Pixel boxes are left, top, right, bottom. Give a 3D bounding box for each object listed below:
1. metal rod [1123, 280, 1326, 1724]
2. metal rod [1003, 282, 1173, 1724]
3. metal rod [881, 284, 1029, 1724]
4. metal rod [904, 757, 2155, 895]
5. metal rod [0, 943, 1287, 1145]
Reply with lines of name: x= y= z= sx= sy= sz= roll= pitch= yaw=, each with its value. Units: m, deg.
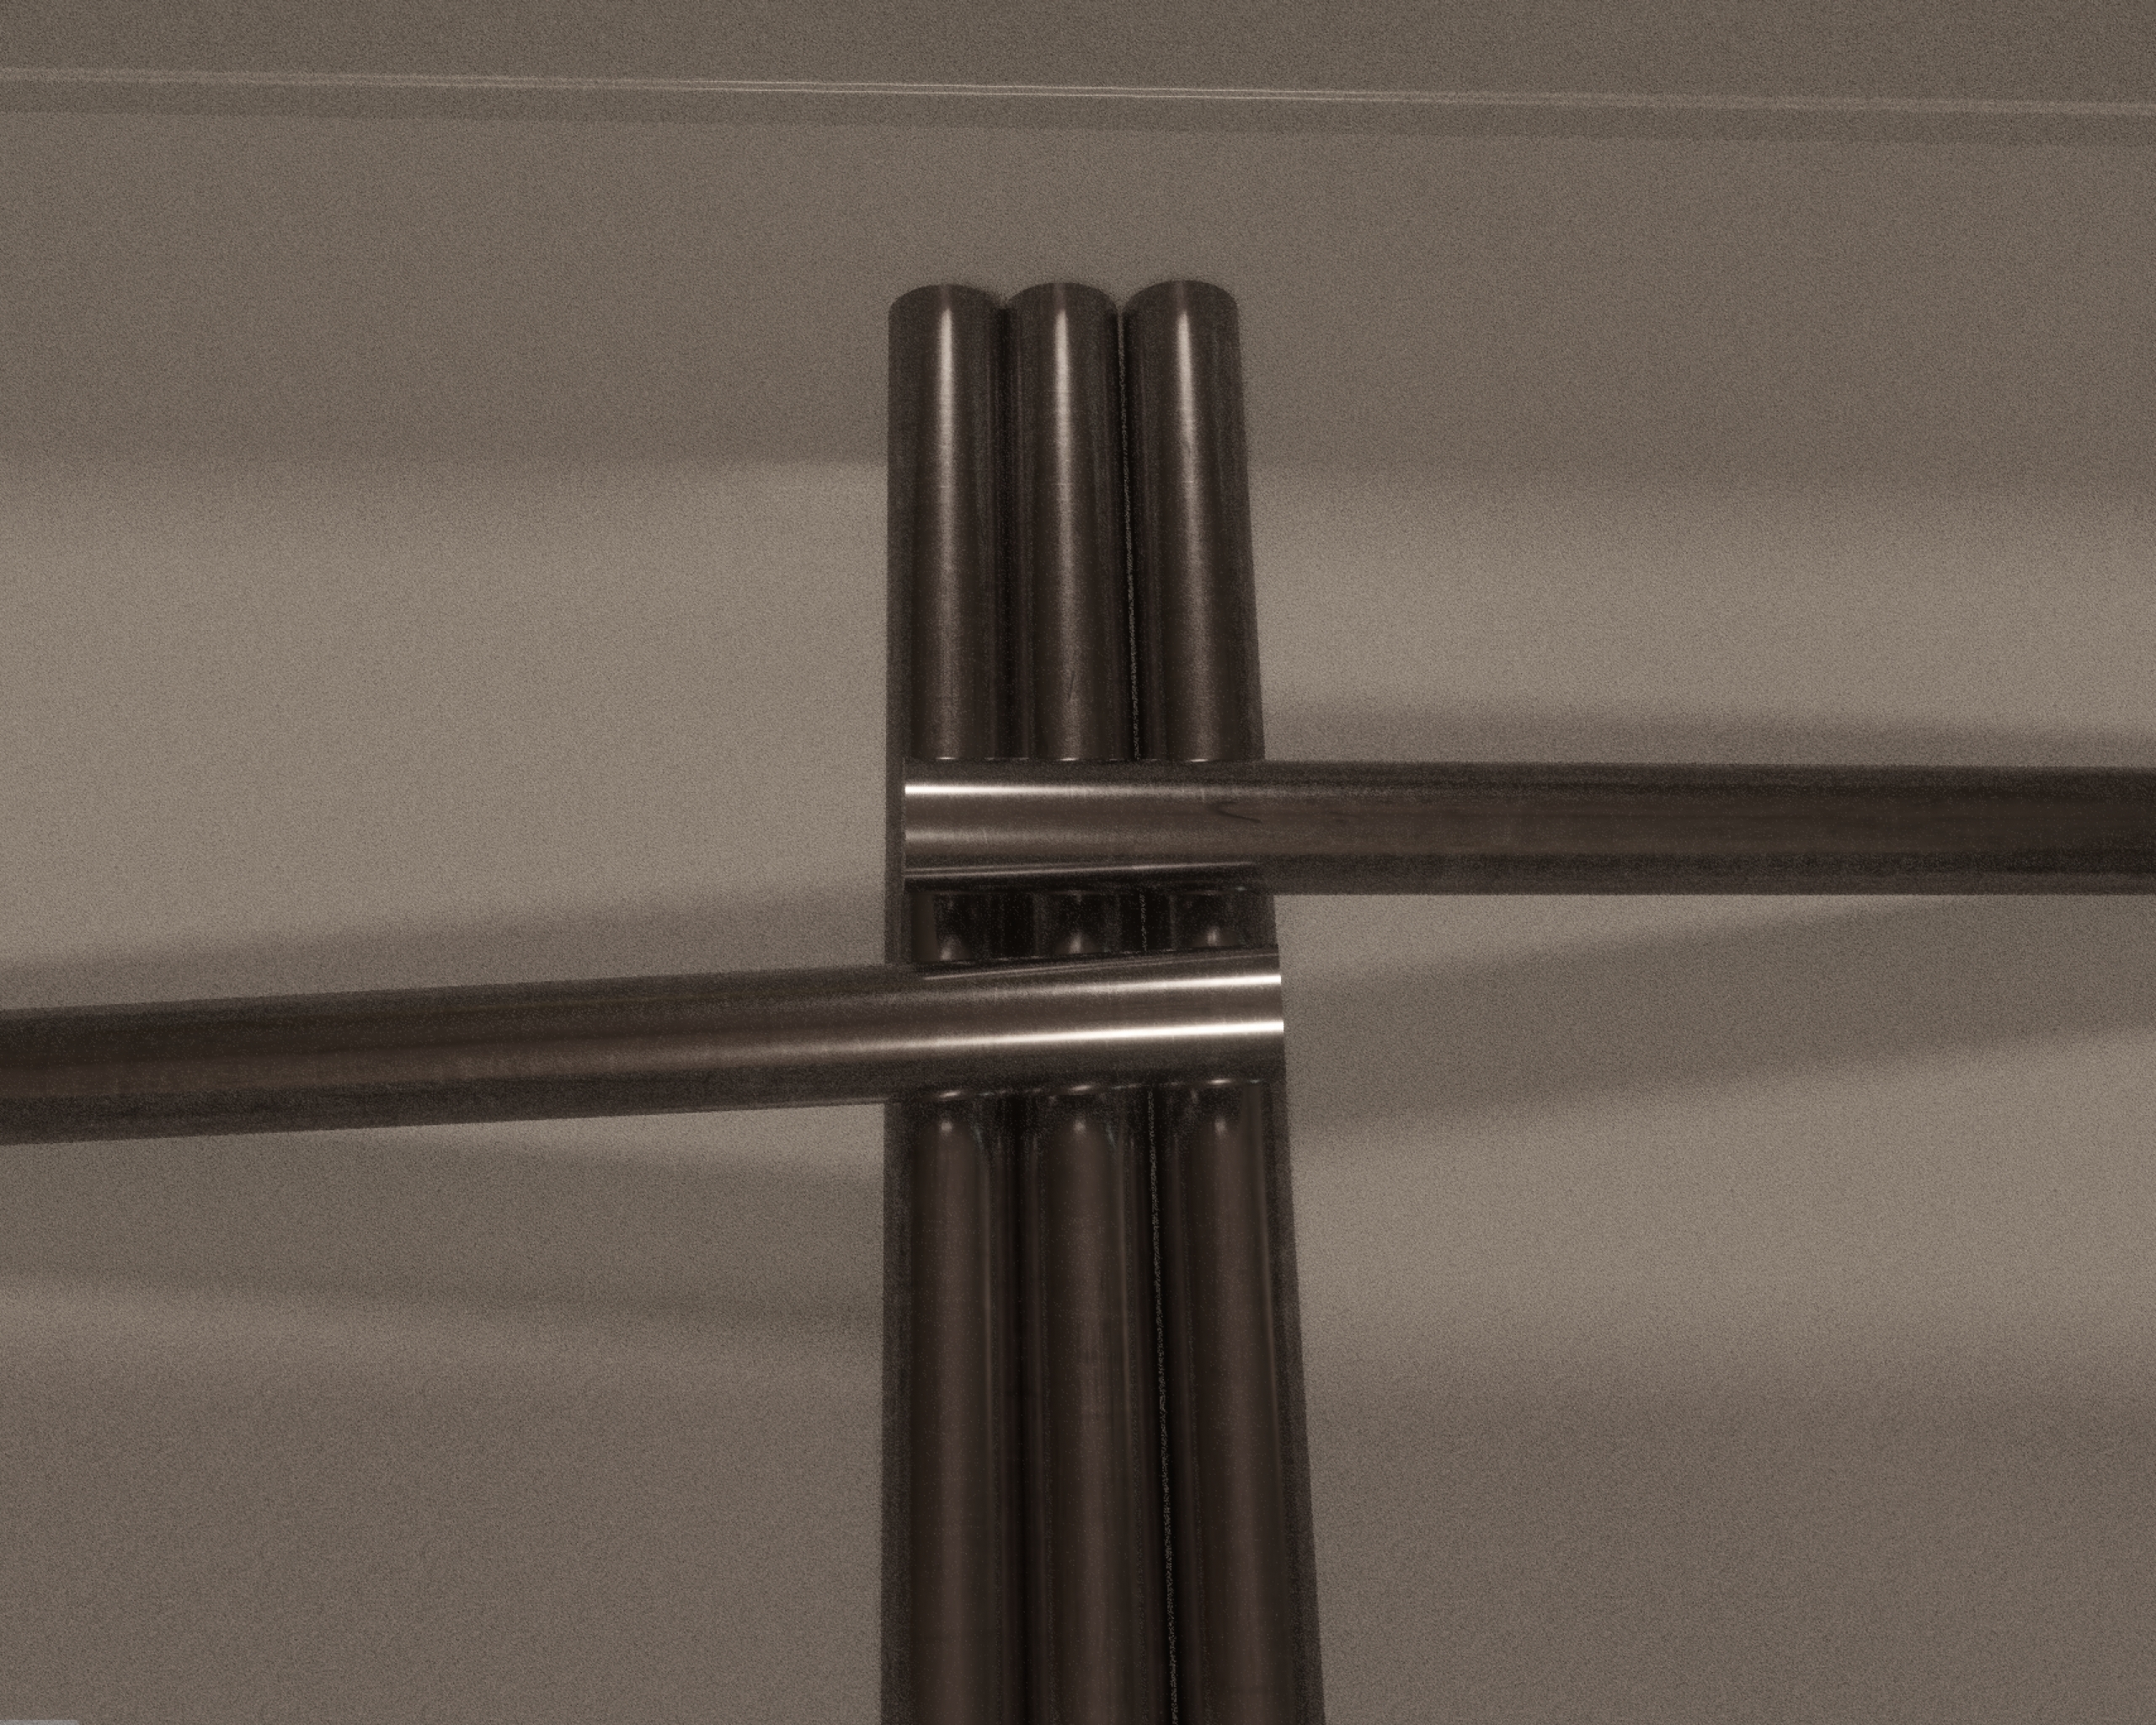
metal rod: x=0.026 y=0.022 z=0.401 sx=0.025 sy=0.025 sz=0.299 roll=-1 pitch=70 yaw=-1
metal rod: x=0.000 y=0.022 z=0.400 sx=0.025 sy=0.025 sz=0.299 roll=-1 pitch=70 yaw=-1
metal rod: x=-0.024 y=0.023 z=0.400 sx=0.025 sy=0.025 sz=0.299 roll=-1 pitch=70 yaw=-1
metal rod: x=0.119 y=-0.006 z=0.394 sx=0.302 sy=0.025 sz=0.025 roll=0 pitch=70 yaw=-7
metal rod: x=-0.114 y=0.035 z=0.377 sx=0.302 sy=0.025 sz=0.025 roll=-3 pitch=70 yaw=5
